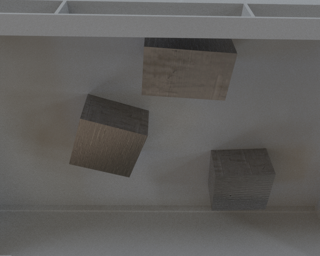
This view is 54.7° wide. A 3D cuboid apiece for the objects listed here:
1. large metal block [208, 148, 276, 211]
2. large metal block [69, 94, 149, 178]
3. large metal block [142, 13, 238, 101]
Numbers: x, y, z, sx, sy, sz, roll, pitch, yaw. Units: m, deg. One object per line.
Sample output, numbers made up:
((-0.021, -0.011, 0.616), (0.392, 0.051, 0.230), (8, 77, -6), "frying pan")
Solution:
((0.117, 0.077, 0.459), (0.080, 0.050, 0.079), (-2, 130, 1), "large metal block")
((-0.066, 0.012, 0.402), (0.081, 0.050, 0.079), (15, 129, -13), "large metal block")
((0.025, -0.073, 0.311), (0.081, 0.080, 0.050), (4, 130, -3), "large metal block")
